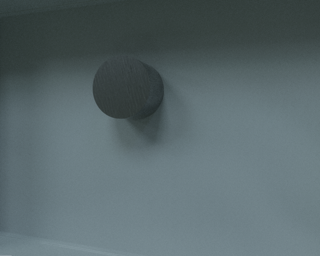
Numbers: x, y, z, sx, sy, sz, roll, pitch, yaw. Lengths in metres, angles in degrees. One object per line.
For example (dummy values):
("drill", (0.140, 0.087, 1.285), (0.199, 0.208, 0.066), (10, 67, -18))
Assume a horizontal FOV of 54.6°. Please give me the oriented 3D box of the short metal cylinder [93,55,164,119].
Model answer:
("short metal cylinder", (-0.041, -0.052, 0.412), (0.080, 0.050, 0.080), (0, 90, 20))
